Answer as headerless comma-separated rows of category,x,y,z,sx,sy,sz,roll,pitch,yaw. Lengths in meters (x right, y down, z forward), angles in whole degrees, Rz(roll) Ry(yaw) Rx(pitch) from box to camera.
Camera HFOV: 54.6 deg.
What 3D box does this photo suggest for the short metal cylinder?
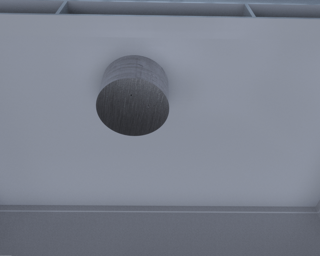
short metal cylinder,-0.030,-0.037,0.361,0.080,0.050,0.080,0,130,0
